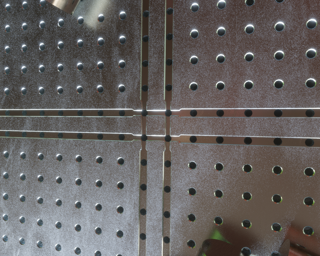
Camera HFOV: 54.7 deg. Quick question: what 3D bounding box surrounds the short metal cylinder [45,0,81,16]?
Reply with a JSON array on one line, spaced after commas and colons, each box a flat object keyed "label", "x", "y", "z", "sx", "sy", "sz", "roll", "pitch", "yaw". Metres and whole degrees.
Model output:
[{"label": "short metal cylinder", "x": -0.148, "y": -0.202, "z": 0.434, "sx": 0.080, "sy": 0.080, "sz": 0.050, "roll": 35, "pitch": 101, "yaw": 16}]

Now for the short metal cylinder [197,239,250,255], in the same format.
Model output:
[{"label": "short metal cylinder", "x": 0.075, "y": 0.174, "z": 0.357, "sx": 0.080, "sy": 0.080, "sz": 0.050, "roll": 26, "pitch": 99, "yaw": 17}]

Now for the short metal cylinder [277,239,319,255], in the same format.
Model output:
[{"label": "short metal cylinder", "x": 0.149, "y": 0.168, "z": 0.331, "sx": 0.050, "sy": 0.080, "sz": 0.080, "roll": 22, "pitch": 97, "yaw": 18}]
